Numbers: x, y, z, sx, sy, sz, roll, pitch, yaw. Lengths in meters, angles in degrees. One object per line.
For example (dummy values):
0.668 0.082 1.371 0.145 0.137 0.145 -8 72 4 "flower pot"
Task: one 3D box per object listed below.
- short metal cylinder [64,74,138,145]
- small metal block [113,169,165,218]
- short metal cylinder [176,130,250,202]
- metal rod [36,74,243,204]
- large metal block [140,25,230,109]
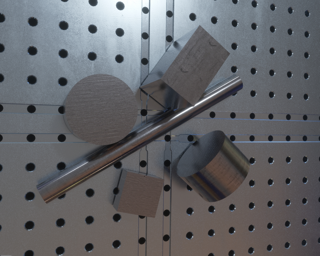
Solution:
-0.072 -0.021 0.369 0.081 0.050 0.079 0 90 -20 "short metal cylinder"
-0.028 0.084 0.399 0.050 0.025 0.050 16 85 -20 "small metal block"
0.068 0.049 0.405 0.050 0.080 0.080 45 76 -15 "short metal cylinder"
-0.013 0.005 0.405 0.302 0.025 0.025 -30 100 -18 "metal rod"
0.028 -0.071 0.390 0.050 0.080 0.080 38 78 -16 "large metal block"
